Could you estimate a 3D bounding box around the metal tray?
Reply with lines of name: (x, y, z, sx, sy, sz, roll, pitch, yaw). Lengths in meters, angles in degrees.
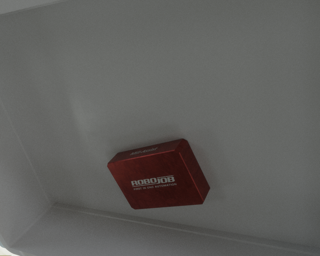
metal tray: (-0.004, 0.071, 0.452, 0.130, 0.030, 0.090, -14, 111, 34)
